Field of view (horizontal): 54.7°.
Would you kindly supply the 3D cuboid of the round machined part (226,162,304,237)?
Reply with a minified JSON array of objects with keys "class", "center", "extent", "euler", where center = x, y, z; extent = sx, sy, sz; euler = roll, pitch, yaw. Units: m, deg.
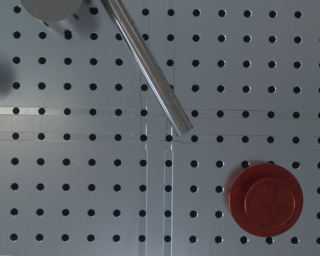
[{"class":"round machined part","center":[0.140,0.095,0.406],"extent":[0.099,0.042,0.097],"euler":[0,90,0]}]

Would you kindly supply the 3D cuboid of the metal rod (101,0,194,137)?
[{"class":"metal rod","center":[-0.039,-0.125,0.412],"extent":[0.025,0.025,0.299],"euler":[-29,90,0]}]

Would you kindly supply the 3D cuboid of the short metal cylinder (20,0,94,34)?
[{"class":"short metal cylinder","center":[-0.131,-0.168,0.400],"extent":[0.081,0.050,0.079],"euler":[0,90,0]}]
